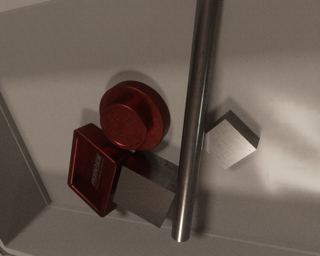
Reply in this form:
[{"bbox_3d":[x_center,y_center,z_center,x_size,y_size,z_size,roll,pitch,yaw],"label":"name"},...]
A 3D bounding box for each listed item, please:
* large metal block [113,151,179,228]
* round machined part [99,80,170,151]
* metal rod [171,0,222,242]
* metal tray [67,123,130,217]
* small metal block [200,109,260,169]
[{"bbox_3d":[-0.015,0.086,0.452,0.080,0.050,0.079,27,128,11],"label":"large metal block"},{"bbox_3d":[-0.039,-0.010,0.411,0.098,0.042,0.097,13,124,20],"label":"round machined part"},{"bbox_3d":[0.039,0.010,0.364,0.025,0.025,0.298,13,115,20],"label":"metal rod"},{"bbox_3d":[-0.099,0.068,0.483,0.090,0.030,0.129,36,130,22],"label":"metal tray"},{"bbox_3d":[0.082,0.014,0.374,0.050,0.025,0.050,44,129,-3],"label":"small metal block"}]
